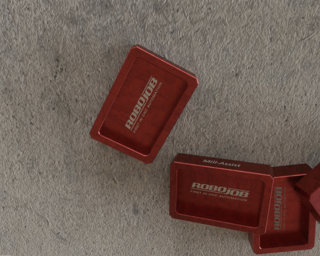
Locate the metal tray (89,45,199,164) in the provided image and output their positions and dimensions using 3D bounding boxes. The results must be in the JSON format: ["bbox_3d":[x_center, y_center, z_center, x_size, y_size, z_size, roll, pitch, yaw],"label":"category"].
[{"bbox_3d":[-0.022,-0.028,0.396,0.090,0.030,0.129,26,108,-10],"label":"metal tray"}]

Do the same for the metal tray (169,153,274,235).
[{"bbox_3d":[0.080,0.088,0.420,0.130,0.030,0.089,6,111,15],"label":"metal tray"}]

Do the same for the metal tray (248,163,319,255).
[{"bbox_3d":[0.177,0.120,0.452,0.091,0.030,0.129,-7,110,2],"label":"metal tray"}]

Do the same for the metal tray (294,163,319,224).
[{"bbox_3d":[0.254,0.069,0.412,0.130,0.030,0.090,-41,114,0],"label":"metal tray"}]
